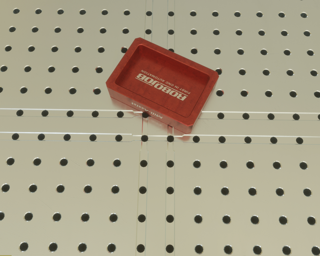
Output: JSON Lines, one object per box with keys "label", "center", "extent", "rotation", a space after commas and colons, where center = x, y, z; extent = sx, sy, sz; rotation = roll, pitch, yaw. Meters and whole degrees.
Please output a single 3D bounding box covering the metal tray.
{"label": "metal tray", "center": [0.004, -0.061, 0.431], "extent": [0.130, 0.030, 0.090], "rotation": [27, 72, 9]}
